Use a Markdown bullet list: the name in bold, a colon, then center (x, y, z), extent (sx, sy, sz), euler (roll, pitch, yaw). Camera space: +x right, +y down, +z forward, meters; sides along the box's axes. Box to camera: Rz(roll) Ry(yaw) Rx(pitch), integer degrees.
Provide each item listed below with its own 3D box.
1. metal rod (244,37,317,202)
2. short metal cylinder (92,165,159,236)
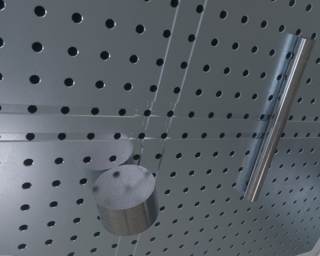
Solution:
- **metal rod**: center (0.192, 0.001, 0.516), extent (0.025, 0.025, 0.298), euler (-6, 121, -26)
- **short metal cylinder**: center (-0.044, 0.094, 0.410), extent (0.081, 0.080, 0.050), euler (-19, 126, -18)
